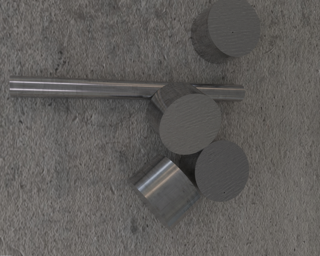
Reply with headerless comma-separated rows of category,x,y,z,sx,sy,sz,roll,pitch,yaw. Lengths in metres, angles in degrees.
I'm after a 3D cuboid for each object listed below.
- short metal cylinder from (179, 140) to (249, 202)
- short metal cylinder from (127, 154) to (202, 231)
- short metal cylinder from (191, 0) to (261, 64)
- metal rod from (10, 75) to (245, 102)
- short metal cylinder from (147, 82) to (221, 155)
short metal cylinder,0.073,0.055,0.423,0.081,0.050,0.080,0,90,-20
short metal cylinder,0.004,0.078,0.382,0.050,0.080,0.080,-40,103,-16
short metal cylinder,0.090,-0.133,0.429,0.081,0.050,0.080,0,90,-20
metal rod,-0.025,-0.049,0.399,0.303,0.025,0.025,-1,91,-20
short metal cylinder,0.030,-0.013,0.392,0.081,0.050,0.079,-8,116,-17
